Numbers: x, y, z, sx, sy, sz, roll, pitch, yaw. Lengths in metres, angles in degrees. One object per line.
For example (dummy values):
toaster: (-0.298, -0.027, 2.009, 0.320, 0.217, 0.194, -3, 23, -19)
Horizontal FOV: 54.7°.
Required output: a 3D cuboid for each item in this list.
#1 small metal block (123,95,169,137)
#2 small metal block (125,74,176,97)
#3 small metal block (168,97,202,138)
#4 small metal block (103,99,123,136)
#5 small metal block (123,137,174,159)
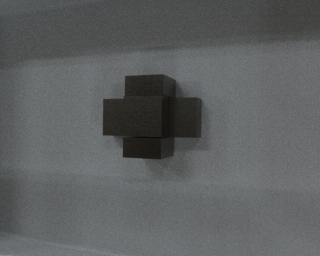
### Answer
small metal block: (-0.017, -0.014, 0.387, 0.050, 0.025, 0.050, 1, 90, 19)
small metal block: (-0.011, -0.052, 0.399, 0.050, 0.050, 0.025, 1, 91, 20)
small metal block: (0.026, -0.013, 0.400, 0.050, 0.025, 0.050, 1, 90, 19)
small metal block: (-0.050, -0.014, 0.426, 0.050, 0.025, 0.050, 1, 90, 20)
small metal block: (-0.014, 0.024, 0.399, 0.050, 0.050, 0.025, 1, 91, 20)
